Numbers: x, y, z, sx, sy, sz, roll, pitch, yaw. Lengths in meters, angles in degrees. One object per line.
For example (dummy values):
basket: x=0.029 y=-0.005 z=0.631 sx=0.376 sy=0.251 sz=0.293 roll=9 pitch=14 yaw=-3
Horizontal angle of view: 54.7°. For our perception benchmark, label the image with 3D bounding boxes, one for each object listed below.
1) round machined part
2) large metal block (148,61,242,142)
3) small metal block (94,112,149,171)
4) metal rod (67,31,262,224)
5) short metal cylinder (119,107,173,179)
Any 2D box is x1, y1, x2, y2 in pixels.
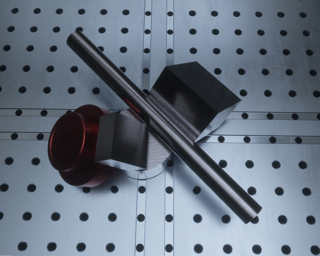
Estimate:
round machined part: x=-0.094 y=0.019 z=0.364 sx=0.098 sy=0.042 sz=0.098 roll=-12 pitch=70 yaw=36
large metal block: x=0.043 y=-0.035 z=0.385 sx=0.080 sy=0.050 sz=0.080 roll=44 pitch=33 yaw=14
small metal block: x=-0.040 y=0.016 z=0.333 sx=0.025 sy=0.050 sz=0.050 roll=-13 pitch=65 yaw=38
metal rod: x=-0.006 y=-0.011 z=0.359 sx=0.025 sy=0.025 sz=0.300 roll=-42 pitch=75 yaw=-14
short metal cylinder: x=-0.024 y=0.020 z=0.387 sx=0.081 sy=0.050 sz=0.080 roll=0 pitch=70 yaw=0
